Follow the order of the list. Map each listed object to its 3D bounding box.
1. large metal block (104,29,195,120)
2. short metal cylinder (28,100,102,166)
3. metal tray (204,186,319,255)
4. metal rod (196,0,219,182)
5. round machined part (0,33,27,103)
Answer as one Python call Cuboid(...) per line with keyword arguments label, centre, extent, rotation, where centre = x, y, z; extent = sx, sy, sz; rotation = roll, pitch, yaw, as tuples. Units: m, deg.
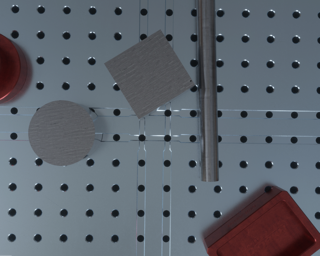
Cuboid(label="large metal block", centre=(-0.013, -0.065, 0.401), extent=(0.080, 0.050, 0.080), rotation=(-32, 90, 0))
Cuboid(label="short metal cylinder", centre=(-0.119, 0.006, 0.399), extent=(0.081, 0.050, 0.079), rotation=(0, 90, -1))
Cuboid(label="metal tray", centre=(0.137, 0.152, 0.412), extent=(0.130, 0.030, 0.090), rotation=(-38, 91, -1))
Cuboid(label="metal rod", centre=(0.063, -0.079, 0.414), extent=(0.025, 0.025, 0.298), rotation=(-1, 90, -1))
Cuboid(label="round machined part", centre=(-0.231, -0.080, 0.402), extent=(0.099, 0.042, 0.097), rotation=(0, 90, -1))
